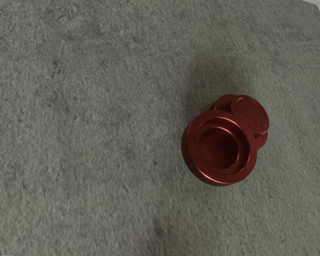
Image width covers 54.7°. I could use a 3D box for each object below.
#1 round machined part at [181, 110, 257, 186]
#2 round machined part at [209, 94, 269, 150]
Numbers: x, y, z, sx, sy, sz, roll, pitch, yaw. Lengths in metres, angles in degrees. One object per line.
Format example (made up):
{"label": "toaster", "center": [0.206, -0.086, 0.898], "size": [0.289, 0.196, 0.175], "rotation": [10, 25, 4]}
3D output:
{"label": "round machined part", "center": [0.074, 0.029, 0.409], "size": [0.099, 0.042, 0.098], "rotation": [6, 68, -16]}
{"label": "round machined part", "center": [0.125, -0.011, 0.469], "size": [0.099, 0.042, 0.098], "rotation": [14, 56, -21]}
